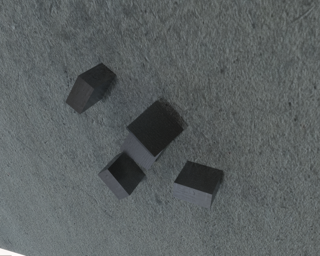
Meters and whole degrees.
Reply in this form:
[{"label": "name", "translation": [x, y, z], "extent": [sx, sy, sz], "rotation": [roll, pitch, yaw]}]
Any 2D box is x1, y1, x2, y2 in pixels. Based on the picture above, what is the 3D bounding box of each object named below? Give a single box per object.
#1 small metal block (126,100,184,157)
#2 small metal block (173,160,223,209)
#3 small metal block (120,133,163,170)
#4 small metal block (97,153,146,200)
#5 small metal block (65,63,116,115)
[{"label": "small metal block", "translation": [-0.007, 0.001, 0.393], "extent": [0.050, 0.050, 0.025], "rotation": [48, 170, -6]}, {"label": "small metal block", "translation": [0.051, 0.073, 0.409], "extent": [0.050, 0.050, 0.025], "rotation": [15, 124, 20]}, {"label": "small metal block", "translation": [-0.021, 0.023, 0.432], "extent": [0.050, 0.025, 0.050], "rotation": [37, 129, 3]}, {"label": "small metal block", "translation": [-0.056, 0.070, 0.464], "extent": [0.025, 0.050, 0.050], "rotation": [-30, 102, 38]}, {"label": "small metal block", "translation": [-0.091, -0.052, 0.406], "extent": [0.025, 0.050, 0.050], "rotation": [41, 129, 0]}]
